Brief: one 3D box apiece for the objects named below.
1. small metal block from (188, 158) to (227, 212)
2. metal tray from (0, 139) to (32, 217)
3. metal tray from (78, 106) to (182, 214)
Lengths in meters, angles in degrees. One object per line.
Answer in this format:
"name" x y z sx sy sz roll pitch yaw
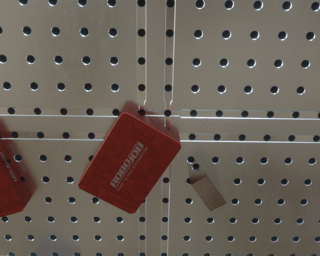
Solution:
"small metal block" 0.064 0.078 0.430 0.025 0.050 0.050 -32 107 11
"metal tray" -0.253 0.067 0.432 0.090 0.030 0.129 -17 110 5
"metal tray" -0.042 0.046 0.427 0.090 0.030 0.129 30 107 -11
